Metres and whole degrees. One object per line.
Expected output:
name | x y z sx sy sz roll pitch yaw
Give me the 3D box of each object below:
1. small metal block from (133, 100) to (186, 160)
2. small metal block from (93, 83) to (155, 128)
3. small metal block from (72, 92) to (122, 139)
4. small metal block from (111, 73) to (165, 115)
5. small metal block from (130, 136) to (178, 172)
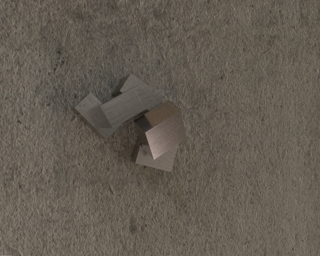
small metal block | 0.001 0.002 0.372 0.050 0.025 0.050 -33 138 -17
small metal block | -0.040 -0.023 0.330 0.050 0.050 0.025 -31 101 -18
small metal block | -0.077 -0.014 0.369 0.025 0.050 0.050 -47 105 -14
small metal block | -0.029 -0.040 0.387 0.050 0.050 0.025 34 79 -17
small metal block | -0.006 0.027 0.409 0.050 0.025 0.050 17 84 -20
